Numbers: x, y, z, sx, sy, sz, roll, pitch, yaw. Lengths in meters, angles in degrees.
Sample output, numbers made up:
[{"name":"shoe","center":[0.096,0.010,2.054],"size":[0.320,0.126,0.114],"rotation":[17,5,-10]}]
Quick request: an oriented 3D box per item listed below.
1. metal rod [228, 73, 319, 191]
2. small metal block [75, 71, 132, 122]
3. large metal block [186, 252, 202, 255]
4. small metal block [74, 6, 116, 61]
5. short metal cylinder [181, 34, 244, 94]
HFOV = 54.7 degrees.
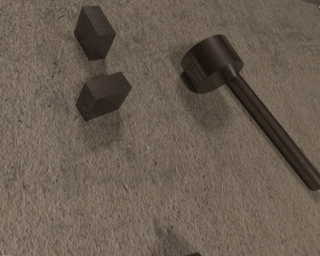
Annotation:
[{"name":"metal rod","center":[0.165,-0.028,0.511],"size":[0.025,0.025,0.299],"rotation":[-28,77,-37]},{"name":"small metal block","center":[-0.069,-0.038,0.375],"size":[0.050,0.050,0.025],"rotation":[-25,76,-37]},{"name":"large metal block","center":[0.034,0.183,0.296],"size":[0.080,0.050,0.080],"rotation":[43,51,1]},{"name":"small metal block","center":[-0.089,-0.127,0.419],"size":[0.025,0.050,0.050],"rotation":[-19,72,-36]},{"name":"short metal cylinder","center":[0.079,-0.096,0.472],"size":[0.081,0.080,0.050],"rotation":[-18,72,-35]}]
